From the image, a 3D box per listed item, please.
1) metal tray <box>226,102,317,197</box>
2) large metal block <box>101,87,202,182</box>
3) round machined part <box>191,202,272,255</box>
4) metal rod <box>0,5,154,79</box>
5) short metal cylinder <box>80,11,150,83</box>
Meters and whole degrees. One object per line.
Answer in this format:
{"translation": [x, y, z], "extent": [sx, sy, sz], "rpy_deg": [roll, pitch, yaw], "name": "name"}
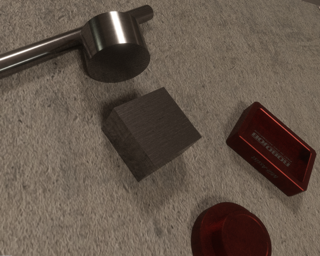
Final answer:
{"translation": [0.174, 0.030, 0.478], "extent": [0.130, 0.030, 0.090], "rpy_deg": [41, 51, -1], "name": "metal tray"}
{"translation": [-0.011, 0.006, 0.380], "extent": [0.081, 0.050, 0.080], "rpy_deg": [-29, 78, -38], "name": "large metal block"}
{"translation": [0.089, 0.134, 0.361], "extent": [0.099, 0.042, 0.098], "rpy_deg": [14, 56, -21], "name": "round machined part"}
{"translation": [-0.114, -0.119, 0.415], "extent": [0.025, 0.025, 0.302], "rpy_deg": [49, 51, 5], "name": "metal rod"}
{"translation": [-0.058, -0.102, 0.401], "extent": [0.081, 0.080, 0.050], "rpy_deg": [-4, 64, -30], "name": "short metal cylinder"}
